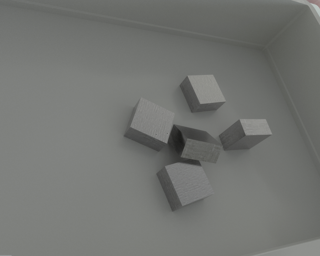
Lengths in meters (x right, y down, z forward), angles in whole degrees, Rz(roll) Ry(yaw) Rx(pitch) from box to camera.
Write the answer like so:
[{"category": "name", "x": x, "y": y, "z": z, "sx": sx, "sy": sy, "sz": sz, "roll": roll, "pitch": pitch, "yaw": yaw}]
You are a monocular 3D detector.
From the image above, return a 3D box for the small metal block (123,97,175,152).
[{"category": "small metal block", "x": -0.013, "y": -0.005, "z": 0.401, "sx": 0.050, "sy": 0.025, "sz": 0.050, "roll": 25, "pitch": 53, "yaw": -13}]

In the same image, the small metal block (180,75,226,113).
[{"category": "small metal block", "x": 0.065, "y": -0.053, "z": 0.473, "sx": 0.050, "sy": 0.025, "sz": 0.050, "roll": -8, "pitch": 66, "yaw": -32}]

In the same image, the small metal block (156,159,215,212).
[{"category": "small metal block", "x": 0.031, "y": 0.068, "z": 0.381, "sx": 0.050, "sy": 0.025, "sz": 0.050, "roll": -12, "pitch": 68, "yaw": -33}]

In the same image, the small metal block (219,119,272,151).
[{"category": "small metal block", "x": 0.123, "y": 0.010, "z": 0.449, "sx": 0.050, "sy": 0.050, "sz": 0.025, "roll": -1, "pitch": 62, "yaw": -29}]

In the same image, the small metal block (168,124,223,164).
[{"category": "small metal block", "x": 0.044, "y": 0.020, "z": 0.400, "sx": 0.050, "sy": 0.025, "sz": 0.050, "roll": 12, "pitch": 16, "yaw": -22}]
